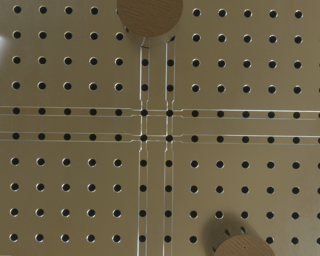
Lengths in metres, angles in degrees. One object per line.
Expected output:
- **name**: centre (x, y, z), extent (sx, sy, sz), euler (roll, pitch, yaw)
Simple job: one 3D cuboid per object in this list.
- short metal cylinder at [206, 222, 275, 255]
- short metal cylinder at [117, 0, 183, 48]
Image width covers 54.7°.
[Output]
- **short metal cylinder**: centre (0.103, 0.170, 0.402), extent (0.081, 0.050, 0.079), euler (0, 90, 0)
- **short metal cylinder**: centre (-0.012, -0.150, 0.400), extent (0.081, 0.050, 0.080), euler (0, 90, 0)
